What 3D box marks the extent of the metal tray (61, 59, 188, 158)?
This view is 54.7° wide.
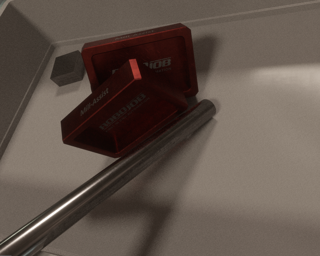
[{"bbox_3d":[-0.044,-0.016,0.372,0.130,0.090,0.030,-36,53,26],"label":"metal tray"}]

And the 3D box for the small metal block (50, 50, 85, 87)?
[{"bbox_3d":[-0.163,-0.106,0.554,0.050,0.025,0.050,-11,57,21],"label":"small metal block"}]

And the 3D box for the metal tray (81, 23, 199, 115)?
[{"bbox_3d":[-0.022,-0.072,0.390,0.131,0.089,0.030,-14,28,-5],"label":"metal tray"}]

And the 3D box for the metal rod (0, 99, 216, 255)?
[{"bbox_3d":[-0.042,0.046,0.307,0.025,0.025,0.302,25,46,36],"label":"metal rod"}]

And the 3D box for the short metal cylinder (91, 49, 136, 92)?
[{"bbox_3d":[-0.055,-0.068,0.431,0.080,0.080,0.050,-34,28,6],"label":"short metal cylinder"}]
